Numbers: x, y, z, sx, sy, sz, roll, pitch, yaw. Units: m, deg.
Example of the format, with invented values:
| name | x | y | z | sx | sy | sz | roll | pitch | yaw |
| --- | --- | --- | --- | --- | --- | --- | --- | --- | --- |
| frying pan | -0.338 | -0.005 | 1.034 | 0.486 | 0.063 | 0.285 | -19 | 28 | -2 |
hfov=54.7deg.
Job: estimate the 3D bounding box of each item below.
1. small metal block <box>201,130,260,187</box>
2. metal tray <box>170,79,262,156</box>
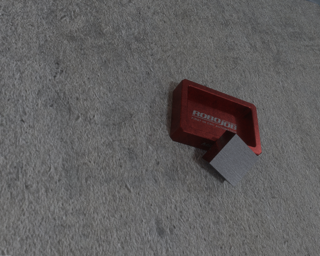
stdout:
| name | x | y | z | sx | sy | sz | roll | pitch | yaw |
| --- | --- | --- | --- | --- | --- | --- | --- | --- | --- |
| small metal block | 0.092 | 0.039 | 0.406 | 0.050 | 0.025 | 0.050 | 44 | 86 | -19 |
| metal tray | 0.082 | -0.010 | 0.450 | 0.131 | 0.030 | 0.090 | 17 | 55 | -19 |
